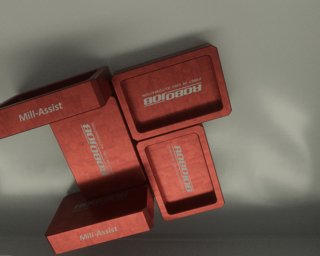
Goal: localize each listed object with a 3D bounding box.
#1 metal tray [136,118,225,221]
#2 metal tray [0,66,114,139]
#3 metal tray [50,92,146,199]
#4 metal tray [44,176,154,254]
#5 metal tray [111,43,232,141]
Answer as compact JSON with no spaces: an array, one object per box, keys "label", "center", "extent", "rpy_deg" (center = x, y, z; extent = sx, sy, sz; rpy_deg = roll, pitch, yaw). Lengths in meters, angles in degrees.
[{"label":"metal tray","center":[0.030,0.059,0.429],"extent":[0.090,0.030,0.129],"rpy_deg":[-16,110,5]},{"label":"metal tray","center":[-0.123,-0.032,0.359],"extent":[0.131,0.090,0.030],"rpy_deg":[-17,109,5]},{"label":"metal tray","center":[-0.080,0.024,0.413],"extent":[0.090,0.030,0.129],"rpy_deg":[-16,110,5]},{"label":"metal tray","center":[-0.074,0.111,0.413],"extent":[0.131,0.090,0.030],"rpy_deg":[-16,110,5]},{"label":"metal tray","center":[0.015,-0.044,0.391],"extent":[0.131,0.030,0.089],"rpy_deg":[-16,110,5]}]
